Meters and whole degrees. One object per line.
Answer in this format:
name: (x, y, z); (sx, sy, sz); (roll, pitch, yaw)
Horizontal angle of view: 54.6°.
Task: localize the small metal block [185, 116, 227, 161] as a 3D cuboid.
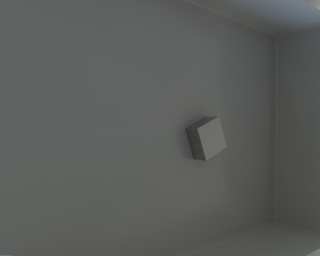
small metal block: (0.069, 0.015, 0.463); (0.050, 0.025, 0.050); (-27, 107, -37)
